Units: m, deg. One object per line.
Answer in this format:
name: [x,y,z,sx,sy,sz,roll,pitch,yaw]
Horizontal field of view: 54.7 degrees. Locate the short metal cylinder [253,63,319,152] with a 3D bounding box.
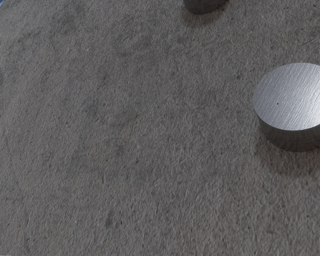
short metal cylinder: [0.144,-0.021,0.325,0.080,0.050,0.080,-13,56,21]

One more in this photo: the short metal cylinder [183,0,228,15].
short metal cylinder: [0.070,-0.229,0.492,0.080,0.050,0.080,-13,56,21]
